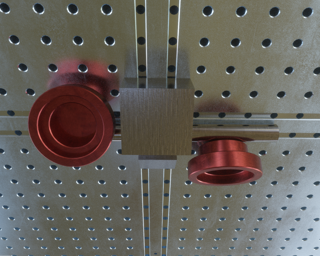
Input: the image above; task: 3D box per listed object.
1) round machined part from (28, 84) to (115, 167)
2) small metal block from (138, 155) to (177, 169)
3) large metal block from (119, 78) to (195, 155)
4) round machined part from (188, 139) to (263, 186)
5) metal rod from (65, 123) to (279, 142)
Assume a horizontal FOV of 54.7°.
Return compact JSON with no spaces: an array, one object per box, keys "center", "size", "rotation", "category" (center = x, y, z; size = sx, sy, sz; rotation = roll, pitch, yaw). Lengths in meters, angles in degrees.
[{"center":[-0.103,-0.005,0.378],"size":[0.099,0.042,0.097],"rotation":[0,104,-1],"category":"round machined part"},{"center":[-0.003,0.039,0.432],"size":[0.050,0.025,0.050],"rotation":[0,159,-1],"category":"small metal block"},{"center":[-0.004,-0.015,0.368],"size":[0.081,0.050,0.079],"rotation":[0,112,-1],"category":"large metal block"},{"center":[0.087,0.047,0.425],"size":[0.099,0.042,0.098],"rotation":[0,156,0],"category":"round machined part"},{"center":[0.006,0.006,0.418],"size":[0.302,0.025,0.025],"rotation":[0,130,-1],"category":"metal rod"}]
